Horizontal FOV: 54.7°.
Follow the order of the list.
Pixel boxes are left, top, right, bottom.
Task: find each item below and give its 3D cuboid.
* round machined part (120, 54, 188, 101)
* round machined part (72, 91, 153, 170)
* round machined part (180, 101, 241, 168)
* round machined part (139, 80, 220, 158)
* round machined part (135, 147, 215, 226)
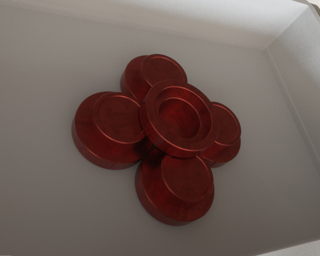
[{"bbox_3d":[-0.001,-0.063,0.428,0.099,0.042,0.098,14,56,-21],"label":"round machined part"},{"bbox_3d":[-0.050,-0.003,0.366,0.099,0.042,0.098,14,56,-21],"label":"round machined part"},{"bbox_3d":[0.072,0.002,0.429,0.099,0.042,0.098,14,56,-21],"label":"round machined part"},{"bbox_3d":[0.020,-0.008,0.381,0.099,0.042,0.098,14,56,-21],"label":"round machined part"},{"bbox_3d":[0.024,0.061,0.367,0.099,0.042,0.098,15,54,-21],"label":"round machined part"}]
